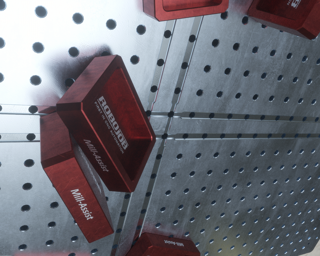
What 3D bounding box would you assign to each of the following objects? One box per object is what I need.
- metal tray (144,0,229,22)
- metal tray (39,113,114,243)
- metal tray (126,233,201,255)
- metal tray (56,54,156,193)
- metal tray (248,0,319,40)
[{"bbox_3d":[0.028,-0.181,0.310,0.091,0.030,0.129,-15,125,-20],"label":"metal tray"},{"bbox_3d":[-0.093,0.055,0.349,0.030,0.090,0.129,-21,127,-8],"label":"metal tray"},{"bbox_3d":[0.000,0.239,0.554,0.131,0.030,0.090,26,104,-37],"label":"metal tray"},{"bbox_3d":[-0.050,-0.002,0.342,0.030,0.090,0.130,-1,132,25],"label":"metal tray"},{"bbox_3d":[0.169,-0.176,0.351,0.030,0.090,0.129,15,111,-34],"label":"metal tray"}]
